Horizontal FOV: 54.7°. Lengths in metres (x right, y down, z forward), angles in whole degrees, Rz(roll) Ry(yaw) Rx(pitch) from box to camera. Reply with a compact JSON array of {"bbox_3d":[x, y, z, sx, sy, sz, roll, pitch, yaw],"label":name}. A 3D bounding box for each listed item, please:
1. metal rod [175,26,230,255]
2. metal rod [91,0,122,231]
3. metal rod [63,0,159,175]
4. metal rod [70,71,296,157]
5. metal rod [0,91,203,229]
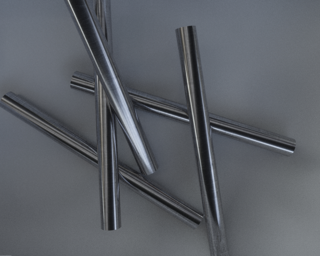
[{"bbox_3d":[0.055,0.026,0.391,0.025,0.025,0.298,-10,98,0],"label":"metal rod"},{"bbox_3d":[-0.068,-0.026,0.384,0.025,0.025,0.298,-3,90,0],"label":"metal rod"},{"bbox_3d":[-0.062,-0.071,0.348,0.025,0.025,0.299,-21,116,0],"label":"metal rod"},{"bbox_3d":[0.030,-0.019,0.411,0.302,0.025,0.025,17,90,0],"label":"metal rod"},{"bbox_3d":[-0.076,0.043,0.410,0.301,0.025,0.025,32,90,0],"label":"metal rod"}]
